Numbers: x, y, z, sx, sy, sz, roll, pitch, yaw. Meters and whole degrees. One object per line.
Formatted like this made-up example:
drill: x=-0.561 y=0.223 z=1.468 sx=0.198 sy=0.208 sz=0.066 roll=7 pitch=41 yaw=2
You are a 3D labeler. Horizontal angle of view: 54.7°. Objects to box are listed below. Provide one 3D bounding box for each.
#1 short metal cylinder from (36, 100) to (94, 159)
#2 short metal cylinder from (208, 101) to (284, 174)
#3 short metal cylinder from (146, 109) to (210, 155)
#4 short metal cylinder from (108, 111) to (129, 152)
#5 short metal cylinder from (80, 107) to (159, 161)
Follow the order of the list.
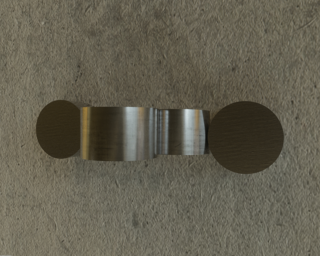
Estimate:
short metal cylinder: x=-0.126 y=0.002 z=0.441 sx=0.080 sy=0.050 sz=0.080 roll=0 pitch=90 yaw=19
short metal cylinder: x=0.100 y=0.010 z=0.361 sx=0.080 sy=0.050 sz=0.080 roll=0 pitch=91 yaw=19
short metal cylinder: x=0.020 y=0.005 z=0.374 sx=0.080 sy=0.080 sz=0.050 roll=0 pitch=90 yaw=20
short metal cylinder: x=-0.056 y=0.003 z=0.401 sx=0.080 sy=0.080 sz=0.050 roll=0 pitch=90 yaw=20
short metal cylinder: x=-0.042 y=0.004 z=0.322 sx=0.080 sy=0.080 sz=0.050 roll=1 pitch=92 yaw=20
